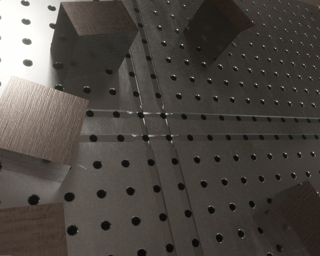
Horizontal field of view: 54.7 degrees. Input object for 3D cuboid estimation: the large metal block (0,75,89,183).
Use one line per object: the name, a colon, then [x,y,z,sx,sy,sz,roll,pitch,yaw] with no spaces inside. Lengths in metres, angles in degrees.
large metal block: [-0.128,0.003,0.322,0.081,0.050,0.080,18,55,-18]

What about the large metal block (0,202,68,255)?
large metal block: [-0.124,0.099,0.246,0.081,0.080,0.050,0,62,-29]

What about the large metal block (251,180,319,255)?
large metal block: [0.186,0.129,0.416,0.081,0.050,0.080,-22,74,-36]

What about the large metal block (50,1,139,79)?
large metal block: [-0.086,-0.113,0.397,0.081,0.080,0.050,-18,72,-35]

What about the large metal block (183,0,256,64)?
large metal block: [0.100,-0.172,0.534,0.050,0.080,0.080,-33,81,-38]
